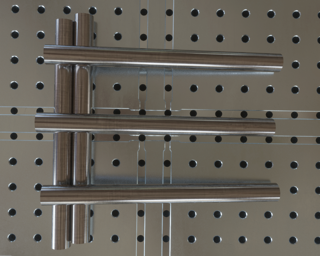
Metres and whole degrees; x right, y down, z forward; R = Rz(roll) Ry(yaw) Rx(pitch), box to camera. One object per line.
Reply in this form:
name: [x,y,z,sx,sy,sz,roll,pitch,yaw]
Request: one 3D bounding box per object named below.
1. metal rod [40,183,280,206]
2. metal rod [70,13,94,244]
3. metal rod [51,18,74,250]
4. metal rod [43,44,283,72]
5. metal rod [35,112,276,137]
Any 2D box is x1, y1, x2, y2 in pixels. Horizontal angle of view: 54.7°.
metal rod: [0.006,0.085,0.399,0.302,0.025,0.025,1,90,-7]
metal rod: [-0.103,0.001,0.411,0.025,0.025,0.298,1,90,-1]
metal rod: [-0.128,0.008,0.411,0.025,0.025,0.298,1,90,-1]
metal rod: [0.010,-0.089,0.399,0.302,0.025,0.025,1,90,-7]
metal rod: [0.000,-0.004,0.398,0.302,0.025,0.025,1,90,-7]
